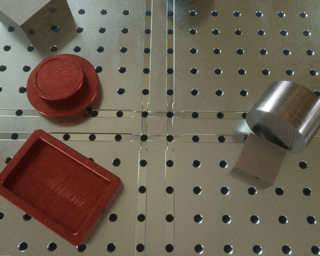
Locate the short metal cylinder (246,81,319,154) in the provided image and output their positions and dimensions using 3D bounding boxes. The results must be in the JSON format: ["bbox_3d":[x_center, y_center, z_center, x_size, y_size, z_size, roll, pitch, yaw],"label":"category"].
[{"bbox_3d":[0.157,-0.013,0.388,0.080,0.080,0.050,37,74,12],"label":"short metal cylinder"}]

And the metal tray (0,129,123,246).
[{"bbox_3d":[-0.123,0.071,0.382,0.130,0.030,0.090,30,73,10],"label":"metal tray"}]

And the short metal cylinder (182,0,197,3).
[{"bbox_3d":[0.049,-0.241,0.471,0.080,0.080,0.050,-33,73,-11],"label":"short metal cylinder"}]

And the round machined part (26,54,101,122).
[{"bbox_3d":[-0.134,-0.060,0.424,0.099,0.042,0.098,0,70,0],"label":"round machined part"}]

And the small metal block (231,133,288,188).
[{"bbox_3d":[0.127,0.042,0.397,0.050,0.025,0.050,26,72,9],"label":"small metal block"}]

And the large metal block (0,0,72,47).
[{"bbox_3d":[-0.196,-0.183,0.464,0.080,0.050,0.080,38,74,12],"label":"large metal block"}]
